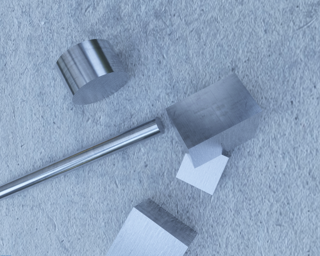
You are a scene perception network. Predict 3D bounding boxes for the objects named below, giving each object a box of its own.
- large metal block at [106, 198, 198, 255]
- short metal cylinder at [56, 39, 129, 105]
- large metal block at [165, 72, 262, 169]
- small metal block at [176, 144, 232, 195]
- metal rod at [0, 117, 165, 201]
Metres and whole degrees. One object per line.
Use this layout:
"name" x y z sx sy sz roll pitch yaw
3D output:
"large metal block" -0.011 0.151 0.399 0.080 0.050 0.080 32 100 17
"short metal cylinder" -0.089 -0.073 0.411 0.080 0.080 0.050 -32 80 17
"large metal block" 0.059 -0.004 0.343 0.080 0.080 0.050 -28 67 -1
"small metal block" 0.055 0.048 0.390 0.050 0.025 0.050 24 98 18
"metal rod" -0.131 0.052 0.455 0.300 0.025 0.025 -23 83 18
